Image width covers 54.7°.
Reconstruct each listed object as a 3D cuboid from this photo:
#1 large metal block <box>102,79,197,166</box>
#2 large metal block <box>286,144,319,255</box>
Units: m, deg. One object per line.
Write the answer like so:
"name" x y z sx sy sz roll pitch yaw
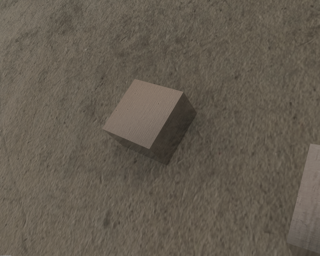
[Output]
"large metal block" -0.012 -0.009 0.399 0.080 0.050 0.080 20 72 35
"large metal block" 0.142 0.069 0.251 0.050 0.080 0.080 11 67 32
